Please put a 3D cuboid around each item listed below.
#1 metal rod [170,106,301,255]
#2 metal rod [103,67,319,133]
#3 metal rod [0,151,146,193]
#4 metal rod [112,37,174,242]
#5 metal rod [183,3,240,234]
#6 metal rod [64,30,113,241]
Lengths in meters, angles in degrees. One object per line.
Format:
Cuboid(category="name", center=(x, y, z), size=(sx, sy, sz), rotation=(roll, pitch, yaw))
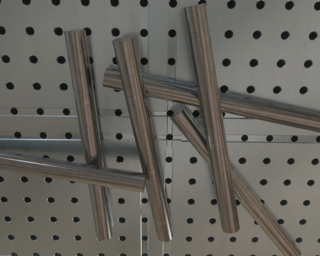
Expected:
Cuboid(category="metal rod", center=(0.116, 0.089, 0.446), size=(0.025, 0.025, 0.300), rotation=(-37, 106, 12))
Cuboid(category="metal rod", center=(0.078, -0.034, 0.401), size=(0.302, 0.025, 0.025), rotation=(12, 110, -5))
Cuboid(category="metal rod", center=(-0.169, 0.050, 0.412), size=(0.301, 0.025, 0.025), rotation=(8, 110, 4))
Cuboid(category="metal rod", center=(-0.016, 0.033, 0.408), size=(0.025, 0.025, 0.298), rotation=(-9, 116, 3))
Cuboid(category="metal rod", center=(0.068, 0.004, 0.387), size=(0.025, 0.025, 0.298), rotation=(-11, 110, 4))
Cuboid(category="metal rod", center=(-0.093, 0.023, 0.421), size=(0.025, 0.025, 0.298), rotation=(-3, 110, 1))
